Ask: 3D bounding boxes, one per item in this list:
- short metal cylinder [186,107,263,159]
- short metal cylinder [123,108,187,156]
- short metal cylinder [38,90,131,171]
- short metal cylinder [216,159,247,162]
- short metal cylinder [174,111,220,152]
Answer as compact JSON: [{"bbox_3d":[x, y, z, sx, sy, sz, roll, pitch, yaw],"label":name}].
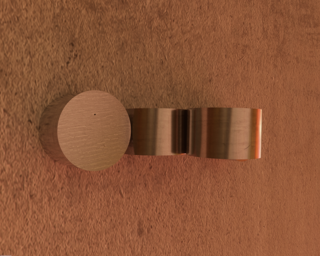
[{"bbox_3d":[0.069,0.005,0.338,0.081,0.080,0.050,1,91,-40],"label":"short metal cylinder"},{"bbox_3d":[-0.006,0.004,0.365,0.081,0.080,0.050,0,90,-40],"label":"short metal cylinder"},{"bbox_3d":[-0.078,0.002,0.324,0.081,0.050,0.080,0,91,-40],"label":"short metal cylinder"},{"bbox_3d":[0.108,0.010,0.479,0.081,0.050,0.080,-1,91,-40],"label":"short metal cylinder"},{"bbox_3d":[0.055,0.005,0.417,0.081,0.080,0.050,0,89,-40],"label":"short metal cylinder"}]
